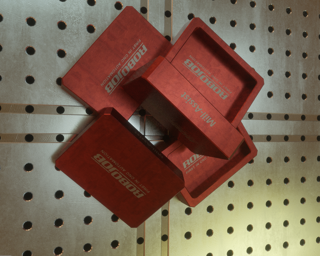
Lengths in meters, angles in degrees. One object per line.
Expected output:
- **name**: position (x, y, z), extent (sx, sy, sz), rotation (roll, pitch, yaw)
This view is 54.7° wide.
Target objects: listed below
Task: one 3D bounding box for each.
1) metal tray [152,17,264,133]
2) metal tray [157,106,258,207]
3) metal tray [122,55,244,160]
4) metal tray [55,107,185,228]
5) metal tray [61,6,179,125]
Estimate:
- **metal tray**: position (0.064, -0.065, 0.402), extent (0.130, 0.030, 0.090), rotation (38, 78, -17)
- **metal tray**: position (0.065, 0.035, 0.434), extent (0.131, 0.030, 0.090), rotation (-35, 102, -17)
- **metal tray**: position (0.023, -0.019, 0.355), extent (0.130, 0.090, 0.030), rotation (42, 77, -16)
- **metal tray**: position (-0.045, 0.050, 0.374), extent (0.090, 0.030, 0.130), rotation (-43, 105, 11)
- **metal tray**: position (-0.048, -0.075, 0.392), extent (0.090, 0.030, 0.130), rotation (41, 77, -16)
